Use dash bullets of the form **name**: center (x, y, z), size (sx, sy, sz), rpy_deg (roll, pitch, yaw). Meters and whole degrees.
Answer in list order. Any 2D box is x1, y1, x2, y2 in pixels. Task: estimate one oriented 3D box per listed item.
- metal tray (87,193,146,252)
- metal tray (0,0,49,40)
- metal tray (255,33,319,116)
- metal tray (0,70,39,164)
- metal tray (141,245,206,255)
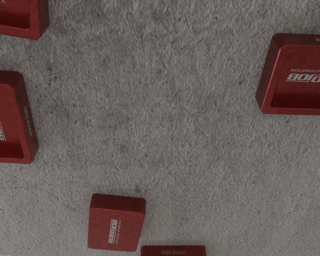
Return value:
- **metal tray**: center (-0.079, 0.171, 0.549), size (0.091, 0.030, 0.129), rpy_deg (7, 130, -7)
- **metal tray**: center (-0.151, -0.150, 0.273), size (0.091, 0.030, 0.129), rpy_deg (8, 130, -7)
- **metal tray**: center (0.186, -0.058, 0.355), size (0.131, 0.030, 0.089), rpy_deg (2, 130, -2)
- **metal tray**: center (-0.213, -0.011, 0.392), size (0.091, 0.030, 0.129), rpy_deg (4, 130, -4)
- **metal tray**: center (0.027, 0.281, 0.643), size (0.131, 0.030, 0.089), rpy_deg (0, 130, 0)
